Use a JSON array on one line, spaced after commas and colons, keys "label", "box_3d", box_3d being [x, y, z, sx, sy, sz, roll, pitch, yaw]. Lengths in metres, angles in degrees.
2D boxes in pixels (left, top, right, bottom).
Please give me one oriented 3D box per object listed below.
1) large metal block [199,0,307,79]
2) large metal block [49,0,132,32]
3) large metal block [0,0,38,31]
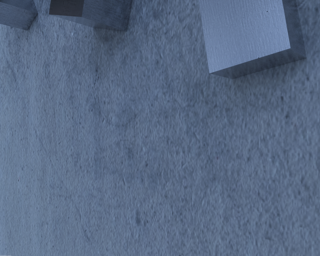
[{"label": "large metal block", "box_3d": [0.092, -0.101, 0.312, 0.080, 0.050, 0.080, -12, 83, 39]}, {"label": "large metal block", "box_3d": [-0.100, -0.177, 0.449, 0.080, 0.081, 0.050, 20, 103, 38]}, {"label": "large metal block", "box_3d": [-0.301, -0.249, 0.613, 0.050, 0.081, 0.080, -39, 67, 33]}]
